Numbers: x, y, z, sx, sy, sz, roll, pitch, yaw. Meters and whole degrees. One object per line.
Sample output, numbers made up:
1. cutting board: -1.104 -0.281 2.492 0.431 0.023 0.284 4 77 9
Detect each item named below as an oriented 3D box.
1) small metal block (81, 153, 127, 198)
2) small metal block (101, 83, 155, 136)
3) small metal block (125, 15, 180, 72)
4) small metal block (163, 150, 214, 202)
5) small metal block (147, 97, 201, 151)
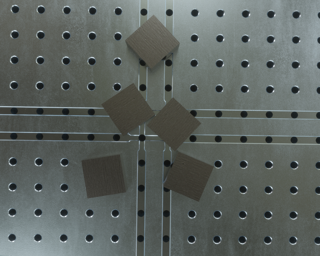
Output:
1. small metal block: -0.073 0.063 0.413 0.050 0.025 0.050 -9 90 -1
2. small metal block: -0.041 -0.024 0.413 0.050 0.025 0.050 -34 90 0
3. small metal block: -0.010 -0.112 0.413 0.050 0.025 0.050 -42 91 0
4. small metal block: 0.037 0.063 0.414 0.050 0.025 0.050 23 90 -1
5. small metal block: 0.018 -0.005 0.414 0.050 0.025 0.050 43 90 -1
